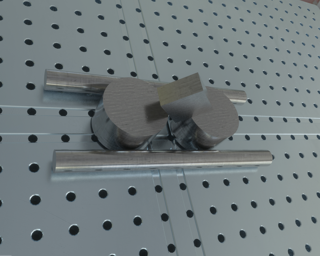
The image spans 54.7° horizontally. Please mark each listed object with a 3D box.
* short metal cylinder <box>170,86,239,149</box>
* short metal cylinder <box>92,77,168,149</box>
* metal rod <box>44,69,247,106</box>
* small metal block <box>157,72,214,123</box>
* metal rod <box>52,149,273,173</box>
[{"bbox_3d":[0.060,-0.011,0.427,0.081,0.050,0.080,14,56,-21],"label":"short metal cylinder"},{"bbox_3d":[-0.037,-0.014,0.377,0.081,0.050,0.080,14,56,-21],"label":"short metal cylinder"},{"bbox_3d":[-0.001,-0.053,0.436,0.303,0.025,0.025,2,61,-27],"label":"metal rod"},{"bbox_3d":[0.031,-0.034,0.366,0.050,0.050,0.025,45,29,-59],"label":"small metal block"},{"bbox_3d":[0.024,0.040,0.392,0.303,0.025,0.025,2,61,-27],"label":"metal rod"}]
